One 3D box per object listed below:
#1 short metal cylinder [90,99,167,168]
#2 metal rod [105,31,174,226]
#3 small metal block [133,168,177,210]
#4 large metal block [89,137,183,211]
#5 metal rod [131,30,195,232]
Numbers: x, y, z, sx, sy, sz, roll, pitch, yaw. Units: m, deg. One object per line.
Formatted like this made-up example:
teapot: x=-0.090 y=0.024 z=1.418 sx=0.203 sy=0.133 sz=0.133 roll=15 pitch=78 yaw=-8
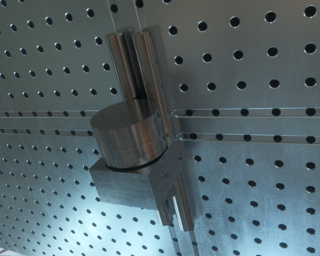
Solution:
short metal cylinder: x=-0.036 y=0.004 z=0.368 sx=0.080 sy=0.080 sz=0.050 roll=1 pitch=119 yaw=27
metal rod: x=-0.022 y=0.018 z=0.434 sx=0.025 sy=0.025 sz=0.298 roll=1 pitch=119 yaw=27
small metal block: x=-0.011 y=0.077 z=0.418 sx=0.050 sy=0.050 sz=0.025 roll=-19 pitch=116 yaw=-13
large metal block: x=-0.026 y=0.052 z=0.388 sx=0.080 sy=0.080 sz=0.050 roll=1 pitch=119 yaw=27
metal rod: x=0.010 y=0.022 z=0.419 sx=0.025 sy=0.025 sz=0.298 roll=1 pitch=119 yaw=27
